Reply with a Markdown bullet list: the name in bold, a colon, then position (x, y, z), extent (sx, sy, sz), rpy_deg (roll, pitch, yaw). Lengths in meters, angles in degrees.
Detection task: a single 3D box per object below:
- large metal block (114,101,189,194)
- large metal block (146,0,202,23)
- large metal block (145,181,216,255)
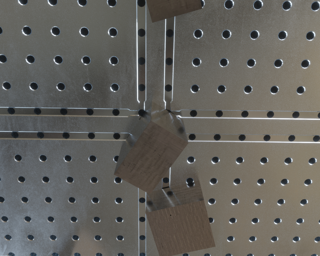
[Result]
- **large metal block**: position (-0.011, 0.022, 0.392), extent (0.050, 0.080, 0.080), rpy_deg (31, 107, -11)
- **large metal block**: position (0.006, -0.159, 0.326), extent (0.050, 0.080, 0.080), rpy_deg (-15, 110, 5)
- **large metal block**: position (0.029, 0.132, 0.449), extent (0.080, 0.050, 0.080), rpy_deg (-14, 110, 4)
